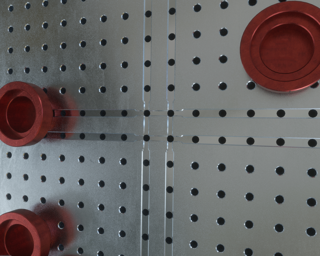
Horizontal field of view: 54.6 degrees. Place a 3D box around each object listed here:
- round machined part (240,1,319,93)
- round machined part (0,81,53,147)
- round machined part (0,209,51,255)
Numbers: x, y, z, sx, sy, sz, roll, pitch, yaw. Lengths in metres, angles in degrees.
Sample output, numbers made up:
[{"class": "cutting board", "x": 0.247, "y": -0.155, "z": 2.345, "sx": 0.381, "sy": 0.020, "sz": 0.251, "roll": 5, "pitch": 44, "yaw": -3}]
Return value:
[{"class": "round machined part", "x": 0.143, "y": -0.088, "z": 0.353, "sx": 0.098, "sy": 0.042, "sz": 0.097, "roll": 0, "pitch": 90, "yaw": 20}, {"class": "round machined part", "x": -0.206, "y": -0.021, "z": 0.477, "sx": 0.098, "sy": 0.042, "sz": 0.097, "roll": 0, "pitch": 90, "yaw": 20}, {"class": "round machined part", "x": -0.209, "y": 0.173, "z": 0.478, "sx": 0.098, "sy": 0.042, "sz": 0.097, "roll": 0, "pitch": 90, "yaw": 20}]
